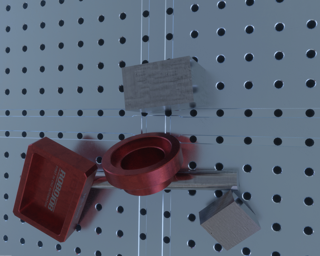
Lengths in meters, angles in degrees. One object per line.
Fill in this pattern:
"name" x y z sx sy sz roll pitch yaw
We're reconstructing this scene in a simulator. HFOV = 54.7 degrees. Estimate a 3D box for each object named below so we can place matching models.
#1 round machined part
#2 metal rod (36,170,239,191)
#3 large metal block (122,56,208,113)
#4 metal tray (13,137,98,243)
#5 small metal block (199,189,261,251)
"round machined part" -0.019 0.047 0.386 0.098 0.098 0.042 -3 117 19
"metal rod" -0.047 0.072 0.427 0.301 0.025 0.025 -3 89 19
"large metal block" 0.010 -0.049 0.379 0.080 0.080 0.050 -6 88 19
"metal tray" -0.150 0.088 0.435 0.090 0.030 0.129 27 114 8
"small metal block" 0.083 0.111 0.373 0.050 0.025 0.050 -40 104 15
